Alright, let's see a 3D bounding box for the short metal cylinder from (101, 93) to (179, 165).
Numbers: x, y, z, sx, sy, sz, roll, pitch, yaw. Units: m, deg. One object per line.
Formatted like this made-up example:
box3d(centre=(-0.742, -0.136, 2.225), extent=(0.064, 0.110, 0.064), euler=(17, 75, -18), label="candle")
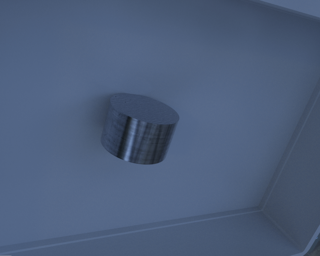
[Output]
box3d(centre=(-0.023, -0.001, 0.359), extent=(0.081, 0.080, 0.050), euler=(4, 117, -30), label="short metal cylinder")
